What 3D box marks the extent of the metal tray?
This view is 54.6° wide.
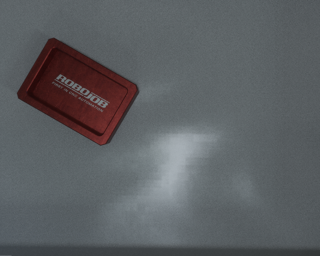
[{"bbox_3d":[-0.105,-0.046,0.408,0.130,0.030,0.090,30,90,0],"label":"metal tray"}]
